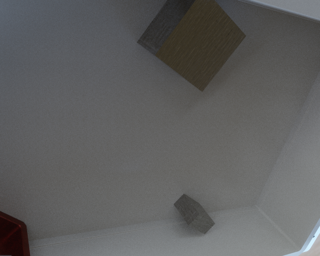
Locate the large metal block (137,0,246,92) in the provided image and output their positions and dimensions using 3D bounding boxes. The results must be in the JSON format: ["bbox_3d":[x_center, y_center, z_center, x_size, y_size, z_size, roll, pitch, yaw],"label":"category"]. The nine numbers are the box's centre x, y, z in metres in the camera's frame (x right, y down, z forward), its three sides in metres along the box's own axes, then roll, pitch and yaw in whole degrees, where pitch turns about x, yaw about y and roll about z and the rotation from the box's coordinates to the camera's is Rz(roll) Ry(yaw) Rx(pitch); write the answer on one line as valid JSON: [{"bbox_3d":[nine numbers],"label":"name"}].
[{"bbox_3d":[0.036,-0.101,0.351,0.080,0.050,0.080,30,101,-38],"label":"large metal block"}]

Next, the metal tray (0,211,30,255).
[{"bbox_3d":[-0.182,0.140,0.328,0.030,0.130,0.090,-42,130,0],"label":"metal tray"}]

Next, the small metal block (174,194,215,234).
[{"bbox_3d":[0.057,0.143,0.514,0.025,0.050,0.050,-47,130,4],"label":"small metal block"}]
